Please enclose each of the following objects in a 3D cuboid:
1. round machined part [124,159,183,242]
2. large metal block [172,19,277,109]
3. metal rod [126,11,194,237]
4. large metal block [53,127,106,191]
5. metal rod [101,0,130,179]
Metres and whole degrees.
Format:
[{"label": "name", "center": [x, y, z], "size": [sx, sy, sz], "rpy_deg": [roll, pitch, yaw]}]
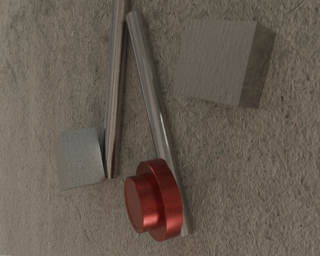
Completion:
[{"label": "round machined part", "center": [-0.014, 0.089, 0.377], "size": [0.098, 0.042, 0.097], "rpy_deg": [172, 90, -67]}, {"label": "large metal block", "center": [0.067, -0.069, 0.332], "size": [0.080, 0.050, 0.079], "rpy_deg": [18, 101, 38]}, {"label": "metal rod", "center": [-0.003, -0.013, 0.405], "size": [0.025, 0.025, 0.299], "rpy_deg": [-21, 77, 38]}, {"label": "large metal block", "center": [-0.125, 0.050, 0.471], "size": [0.080, 0.050, 0.080], "rpy_deg": [-29, 70, 60]}, {"label": "metal rod", "center": [-0.065, -0.075, 0.455], "size": [0.025, 0.025, 0.298], "rpy_deg": [7, 94, 39]}]
